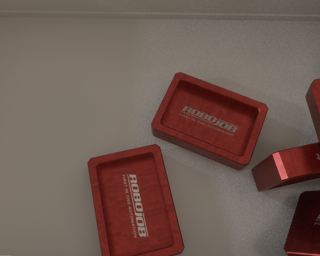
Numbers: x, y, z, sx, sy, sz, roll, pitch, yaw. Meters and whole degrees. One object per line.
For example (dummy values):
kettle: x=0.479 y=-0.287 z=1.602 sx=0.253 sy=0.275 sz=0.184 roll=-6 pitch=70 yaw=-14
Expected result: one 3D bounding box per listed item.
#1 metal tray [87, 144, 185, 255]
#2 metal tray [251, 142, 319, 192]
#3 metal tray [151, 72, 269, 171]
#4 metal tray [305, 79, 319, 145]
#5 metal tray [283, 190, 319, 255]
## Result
metal tray: x=-0.030 y=0.092 z=0.372 sx=0.091 sy=0.030 sz=0.130 roll=-12 pitch=70 yaw=-5
metal tray: x=0.184 y=0.040 z=0.361 sx=0.131 sy=0.090 sz=0.030 roll=-12 pitch=71 yaw=-4
metal tray: x=0.065 y=-0.010 z=0.410 sx=0.130 sy=0.030 sz=0.090 roll=22 pitch=71 yaw=8
metal tray: x=0.223 y=-0.014 z=0.302 sx=0.131 sy=0.030 sz=0.090 roll=-10 pitch=68 yaw=10
metal tray: x=0.201 y=0.101 z=0.308 sx=0.030 sy=0.130 sz=0.090 roll=56 pitch=48 yaw=-16
